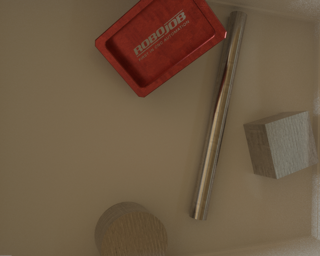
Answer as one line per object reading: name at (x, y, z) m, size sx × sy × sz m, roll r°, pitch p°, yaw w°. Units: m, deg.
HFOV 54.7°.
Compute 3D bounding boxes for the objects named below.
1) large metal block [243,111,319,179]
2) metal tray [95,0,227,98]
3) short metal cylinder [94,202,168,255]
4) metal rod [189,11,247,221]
large metal block at (0.182, 0.023, 0.466) m, size 0.081 × 0.050 × 0.080 m, roll -16°, pitch 96°, yaw -20°
metal tray at (0.000, -0.108, 0.368) m, size 0.130 × 0.030 × 0.090 m, roll -34°, pitch 108°, yaw 20°
short metal cylinder at (-0.037, 0.137, 0.385) m, size 0.081 × 0.050 × 0.079 m, roll 0°, pitch 90°, yaw -21°
metal rod at (0.084, -0.020, 0.442) m, size 0.025 × 0.025 × 0.298 m, roll 14°, pitch 85°, yaw -20°
